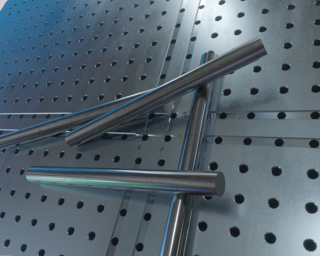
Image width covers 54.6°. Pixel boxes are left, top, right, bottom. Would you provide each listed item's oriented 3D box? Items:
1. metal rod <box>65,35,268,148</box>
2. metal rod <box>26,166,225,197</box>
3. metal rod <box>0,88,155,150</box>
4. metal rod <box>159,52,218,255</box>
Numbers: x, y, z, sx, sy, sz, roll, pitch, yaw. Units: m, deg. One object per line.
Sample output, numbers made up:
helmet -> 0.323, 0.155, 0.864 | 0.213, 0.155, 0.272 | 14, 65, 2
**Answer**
metal rod -> -0.008, -0.038, 0.413 | 0.300, 0.025, 0.025 | -24, 53, 22
metal rod -> -0.066, 0.062, 0.385 | 0.300, 0.025, 0.025 | -3, 60, 33
metal rod -> -0.139, -0.010, 0.488 | 0.300, 0.025, 0.025 | -15, 56, 20
metal rod -> 0.037, 0.034, 0.368 | 0.025, 0.025, 0.300 | 0, 61, 28
